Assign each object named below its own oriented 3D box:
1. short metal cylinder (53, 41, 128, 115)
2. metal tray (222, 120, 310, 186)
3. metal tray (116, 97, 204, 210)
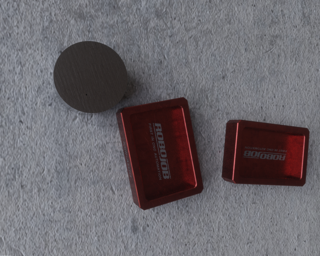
[{"bbox_3d":[-0.083,-0.056,0.365,0.081,0.050,0.079,0,90,-20],"label":"short metal cylinder"},{"bbox_3d":[0.160,0.039,0.465,0.131,0.030,0.089,6,88,-20],"label":"metal tray"},{"bbox_3d":[0.001,0.031,0.406,0.091,0.030,0.129,-12,94,-20],"label":"metal tray"}]
